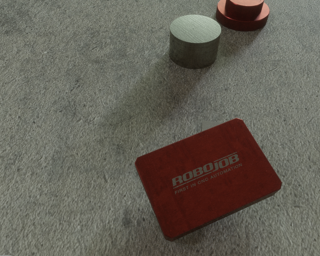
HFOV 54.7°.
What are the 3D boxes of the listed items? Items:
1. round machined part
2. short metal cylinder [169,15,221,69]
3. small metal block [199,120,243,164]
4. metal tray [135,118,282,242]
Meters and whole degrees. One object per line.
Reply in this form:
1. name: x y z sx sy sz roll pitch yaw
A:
1. round machined part: 0.158 -0.228 0.585 0.099 0.042 0.098 0 50 0
2. short metal cylinder: 0.056 -0.141 0.506 0.081 0.050 0.080 0 50 0
3. small metal block: 0.076 0.020 0.387 0.050 0.025 0.050 7 50 5
4. metal tray: 0.049 0.053 0.335 0.131 0.030 0.090 -21 65 -9
